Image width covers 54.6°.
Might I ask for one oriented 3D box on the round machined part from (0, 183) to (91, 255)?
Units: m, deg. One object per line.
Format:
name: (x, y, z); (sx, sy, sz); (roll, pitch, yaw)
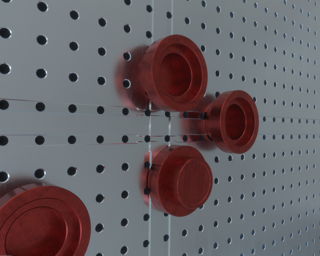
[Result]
round machined part: (-0.121, 0.101, 0.297); (0.099, 0.042, 0.097); (0, 90, -40)

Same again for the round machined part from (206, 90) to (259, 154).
round machined part: (0.110, -0.009, 0.489); (0.099, 0.042, 0.097); (0, 90, -40)

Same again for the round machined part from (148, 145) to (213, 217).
round machined part: (0.035, 0.073, 0.426); (0.099, 0.042, 0.097); (0, 90, -40)

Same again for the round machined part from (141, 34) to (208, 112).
round machined part: (0.014, -0.069, 0.409); (0.099, 0.042, 0.097); (0, 90, -40)
